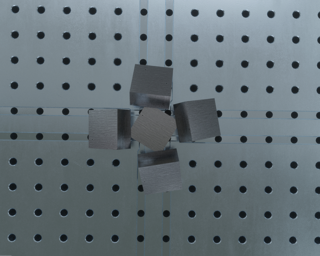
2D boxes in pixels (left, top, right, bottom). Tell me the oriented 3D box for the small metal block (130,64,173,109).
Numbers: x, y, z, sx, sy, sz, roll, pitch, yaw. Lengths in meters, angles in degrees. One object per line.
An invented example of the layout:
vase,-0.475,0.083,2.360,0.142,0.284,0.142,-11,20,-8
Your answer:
small metal block,-0.011,-0.054,0.401,0.050,0.025,0.050,6,54,0

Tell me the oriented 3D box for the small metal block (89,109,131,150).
small metal block,-0.065,0.002,0.401,0.050,0.025,0.050,0,90,34

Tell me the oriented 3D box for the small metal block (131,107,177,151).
small metal block,-0.008,0.001,0.413,0.050,0.025,0.050,31,90,-1

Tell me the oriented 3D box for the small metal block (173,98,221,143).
small metal block,0.048,-0.010,0.402,0.050,0.025,0.050,-10,90,-35

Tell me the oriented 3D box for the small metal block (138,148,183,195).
small metal block,0.001,0.057,0.401,0.050,0.025,0.050,-9,126,0
